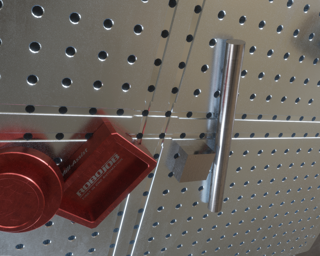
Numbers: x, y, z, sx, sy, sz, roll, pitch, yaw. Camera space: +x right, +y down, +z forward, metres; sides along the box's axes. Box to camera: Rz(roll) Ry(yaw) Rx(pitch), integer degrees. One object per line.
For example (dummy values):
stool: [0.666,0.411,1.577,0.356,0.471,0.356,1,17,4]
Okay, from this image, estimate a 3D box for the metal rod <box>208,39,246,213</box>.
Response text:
metal rod: [0.098,0.016,0.476,0.025,0.025,0.298,-14,125,-21]

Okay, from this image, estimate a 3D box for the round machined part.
round machined part: [-0.158,0.073,0.338,0.099,0.042,0.097,-3,105,-10]

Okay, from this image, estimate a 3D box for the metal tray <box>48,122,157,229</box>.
metal tray: [-0.079,0.065,0.406,0.130,0.030,0.090,-46,130,3]

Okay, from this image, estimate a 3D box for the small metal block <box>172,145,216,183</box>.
small metal block: [0.051,0.054,0.475,0.050,0.025,0.050,0,119,-29]
